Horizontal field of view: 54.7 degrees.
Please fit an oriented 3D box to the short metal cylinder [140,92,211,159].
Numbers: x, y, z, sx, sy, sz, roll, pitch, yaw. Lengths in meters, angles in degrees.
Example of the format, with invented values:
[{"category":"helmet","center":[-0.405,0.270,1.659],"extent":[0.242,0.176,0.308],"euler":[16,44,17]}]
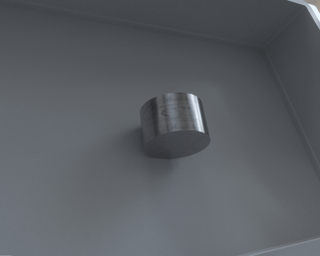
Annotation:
[{"category":"short metal cylinder","center":[0.018,0.000,0.382],"extent":[0.081,0.080,0.050],"euler":[6,59,-25]}]
